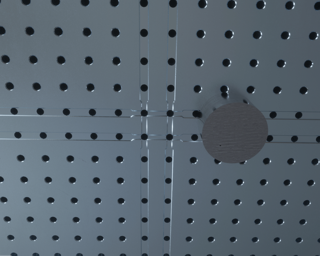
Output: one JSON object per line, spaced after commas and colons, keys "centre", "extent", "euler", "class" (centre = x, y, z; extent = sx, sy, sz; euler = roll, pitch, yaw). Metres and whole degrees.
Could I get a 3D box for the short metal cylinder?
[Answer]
{"centre": [0.091, -0.001, 0.400], "extent": [0.080, 0.050, 0.079], "euler": [0, 110, 0], "class": "short metal cylinder"}
